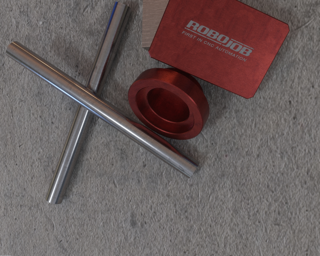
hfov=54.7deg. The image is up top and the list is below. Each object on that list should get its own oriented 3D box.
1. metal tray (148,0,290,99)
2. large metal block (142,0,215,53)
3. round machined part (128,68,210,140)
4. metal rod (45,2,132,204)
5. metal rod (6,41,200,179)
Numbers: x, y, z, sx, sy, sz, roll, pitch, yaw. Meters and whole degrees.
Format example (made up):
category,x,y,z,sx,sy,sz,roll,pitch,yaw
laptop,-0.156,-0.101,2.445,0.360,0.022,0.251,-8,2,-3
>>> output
category,x,y,z,sx,sy,sz,roll,pitch,yaw
metal tray,0.063,-0.099,0.349,0.131,0.030,0.089,22,108,-7
large metal block,0.025,-0.137,0.386,0.080,0.050,0.079,2,91,19
round machined part,0.014,-0.034,0.376,0.098,0.097,0.042,20,55,18
metal rod,-0.104,-0.030,0.444,0.025,0.025,0.298,24,98,18
metal rod,-0.080,-0.028,0.413,0.301,0.025,0.025,33,101,7
